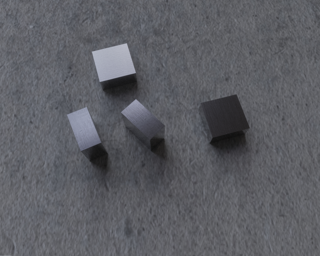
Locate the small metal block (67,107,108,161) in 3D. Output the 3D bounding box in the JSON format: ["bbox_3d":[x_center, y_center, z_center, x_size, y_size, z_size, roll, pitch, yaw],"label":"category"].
[{"bbox_3d":[-0.090,0.009,0.391,0.025,0.050,0.050,-23,72,-8],"label":"small metal block"}]

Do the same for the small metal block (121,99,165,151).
[{"bbox_3d":[-0.021,-0.002,0.396,0.050,0.050,0.025,43,76,13],"label":"small metal block"}]

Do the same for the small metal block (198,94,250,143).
[{"bbox_3d":[0.084,-0.012,0.414,0.050,0.025,0.050,-14,71,-6],"label":"small metal block"}]

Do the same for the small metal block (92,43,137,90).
[{"bbox_3d":[-0.064,-0.087,0.439,0.050,0.025,0.050,-15,71,-6],"label":"small metal block"}]
